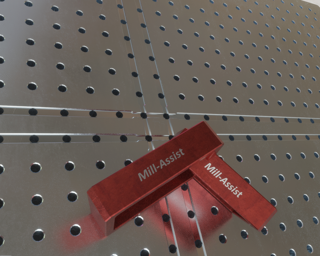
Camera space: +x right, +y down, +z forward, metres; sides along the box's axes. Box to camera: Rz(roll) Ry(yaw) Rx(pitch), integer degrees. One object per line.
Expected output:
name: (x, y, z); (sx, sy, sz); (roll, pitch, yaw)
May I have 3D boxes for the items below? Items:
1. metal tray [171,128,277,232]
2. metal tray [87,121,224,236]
metal tray: (0.063, 0.057, 0.364); (0.130, 0.090, 0.030); (42, 85, 1)
metal tray: (-0.005, 0.052, 0.310); (0.131, 0.090, 0.030); (-30, 71, -22)
